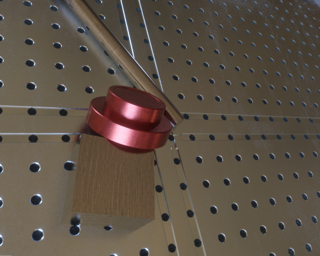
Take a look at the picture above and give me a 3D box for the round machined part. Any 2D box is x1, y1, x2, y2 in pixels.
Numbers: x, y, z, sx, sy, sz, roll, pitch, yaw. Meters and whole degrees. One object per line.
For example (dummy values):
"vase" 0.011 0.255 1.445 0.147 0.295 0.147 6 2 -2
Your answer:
"round machined part" -0.032 -0.018 0.360 0.099 0.042 0.098 18 19 -6

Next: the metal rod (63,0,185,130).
"metal rod" -0.070 -0.120 0.443 0.025 0.025 0.300 -34 81 -38

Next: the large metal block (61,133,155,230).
"large metal block" -0.053 0.059 0.328 0.081 0.050 0.080 12 57 -22
